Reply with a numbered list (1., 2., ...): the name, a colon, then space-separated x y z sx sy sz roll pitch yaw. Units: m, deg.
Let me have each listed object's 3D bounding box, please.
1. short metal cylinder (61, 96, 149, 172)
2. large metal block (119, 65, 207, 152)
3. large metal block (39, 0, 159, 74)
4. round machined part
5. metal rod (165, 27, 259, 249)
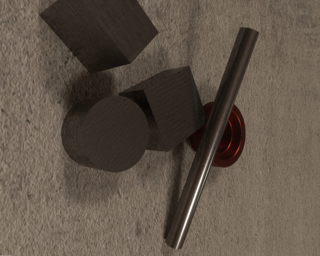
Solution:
1. short metal cylinder: -0.059 0.006 0.340 0.081 0.050 0.079 0 90 -40
2. large metal block: 0.007 -0.025 0.396 0.081 0.050 0.080 -34 111 -35
3. large metal block: -0.063 -0.107 0.317 0.080 0.080 0.050 51 60 -28
4. round machined part: 0.082 0.009 0.465 0.099 0.042 0.097 0 90 -40
5. metal rod: 0.066 0.019 0.406 0.025 0.025 0.298 12 99 -40
